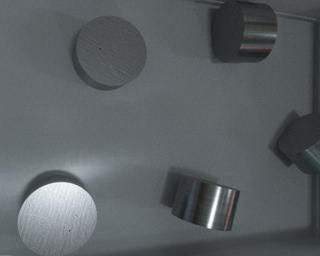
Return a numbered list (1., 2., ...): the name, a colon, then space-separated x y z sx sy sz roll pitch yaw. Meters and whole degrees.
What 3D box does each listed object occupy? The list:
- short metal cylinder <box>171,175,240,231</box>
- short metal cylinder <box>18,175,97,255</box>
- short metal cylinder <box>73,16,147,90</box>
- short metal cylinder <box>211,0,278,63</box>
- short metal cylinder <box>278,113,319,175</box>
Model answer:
1. short metal cylinder: 0.059 0.096 0.405 0.081 0.080 0.050 16 85 -20
2. short metal cylinder: -0.117 0.098 0.355 0.081 0.050 0.079 0 90 -21
3. short metal cylinder: -0.062 -0.088 0.375 0.081 0.050 0.079 0 90 -21
4. short metal cylinder: 0.113 -0.130 0.424 0.050 0.080 0.079 -4 92 -20
5. short metal cylinder: 0.230 0.023 0.468 0.050 0.080 0.080 42 77 -16
